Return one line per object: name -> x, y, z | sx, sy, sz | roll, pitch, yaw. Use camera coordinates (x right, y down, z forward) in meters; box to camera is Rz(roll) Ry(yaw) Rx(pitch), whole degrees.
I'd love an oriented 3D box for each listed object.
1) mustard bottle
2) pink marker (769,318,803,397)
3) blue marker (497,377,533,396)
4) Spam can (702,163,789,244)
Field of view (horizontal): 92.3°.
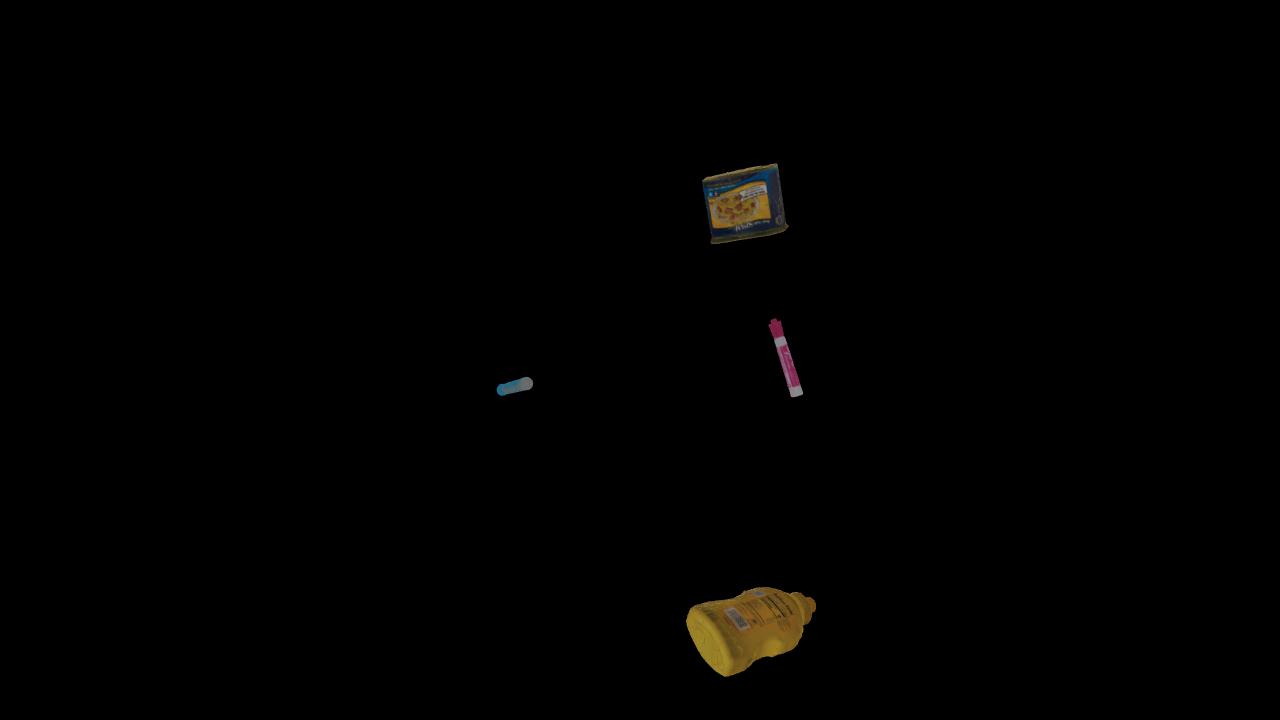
mustard bottle -> 0.157, 0.334, 0.785 | 0.184, 0.054, 0.092 | -3, 22, -32
pink marker -> 0.219, -0.004, 0.924 | 0.020, 0.121, 0.020 | -18, 2, 1
blue marker -> -0.189, 0.040, 0.919 | 0.020, 0.020, 0.121 | 0, -7, -30
Spam can -> 0.137, -0.205, 0.807 | 0.101, 0.085, 0.058 | -5, 20, 23
